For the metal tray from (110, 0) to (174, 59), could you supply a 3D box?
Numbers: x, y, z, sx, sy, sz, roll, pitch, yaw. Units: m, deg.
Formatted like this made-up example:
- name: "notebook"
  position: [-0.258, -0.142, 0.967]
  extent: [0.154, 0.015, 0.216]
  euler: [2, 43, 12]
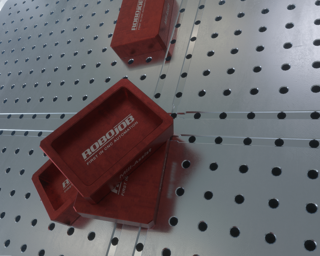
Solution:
- name: "metal tray"
  position: [-0.029, -0.186, 0.536]
  extent: [0.090, 0.030, 0.130]
  euler: [-6, 59, 25]

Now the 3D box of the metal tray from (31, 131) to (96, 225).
- name: "metal tray"
  position: [-0.107, 0.056, 0.428]
  extent: [0.130, 0.030, 0.090]
  euler: [-44, 51, -3]

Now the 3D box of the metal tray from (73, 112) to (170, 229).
- name: "metal tray"
  position: [-0.041, 0.047, 0.378]
  extent: [0.090, 0.030, 0.130]
  euler: [8, 63, 7]

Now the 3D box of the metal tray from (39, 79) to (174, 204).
- name: "metal tray"
  position: [-0.059, 0.011, 0.362]
  extent: [0.130, 0.030, 0.090]
  euler: [-41, 68, -17]
